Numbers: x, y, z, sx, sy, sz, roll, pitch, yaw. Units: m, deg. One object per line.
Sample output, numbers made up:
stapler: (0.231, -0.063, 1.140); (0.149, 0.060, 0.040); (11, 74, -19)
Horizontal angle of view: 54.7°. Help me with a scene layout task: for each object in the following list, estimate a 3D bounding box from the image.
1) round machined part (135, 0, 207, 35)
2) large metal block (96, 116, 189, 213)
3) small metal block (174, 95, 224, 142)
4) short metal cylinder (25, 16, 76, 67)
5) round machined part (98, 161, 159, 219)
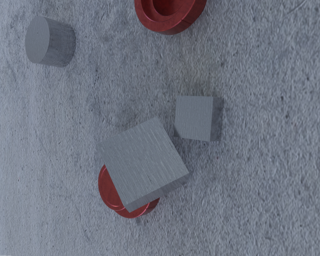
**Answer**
round machined part: (0.018, -0.162, 0.377); (0.098, 0.042, 0.097); (0, 90, 39)
large metal block: (-0.020, 0.045, 0.377); (0.080, 0.050, 0.080); (-25, 68, -9)
small metal block: (0.046, -0.012, 0.366); (0.050, 0.025, 0.050); (7, 94, 39)
short metal cylinder: (-0.193, -0.150, 0.545); (0.080, 0.050, 0.079); (0, 90, 39)
round machined part: (-0.048, 0.077, 0.432); (0.098, 0.042, 0.097); (0, 90, 39)
